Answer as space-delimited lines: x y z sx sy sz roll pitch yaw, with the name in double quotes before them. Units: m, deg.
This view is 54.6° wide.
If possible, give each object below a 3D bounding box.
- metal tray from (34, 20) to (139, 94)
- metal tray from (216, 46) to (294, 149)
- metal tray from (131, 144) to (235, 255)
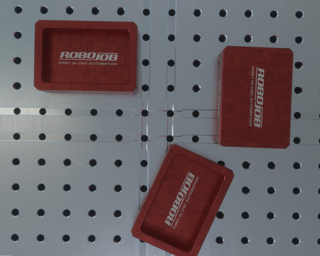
"metal tray" -0.095 -0.092 0.410 0.131 0.030 0.090 1 90 0
"metal tray" 0.124 -0.039 0.412 0.090 0.030 0.129 2 90 0
"metal tray" 0.029 0.097 0.411 0.090 0.030 0.130 25 90 0
